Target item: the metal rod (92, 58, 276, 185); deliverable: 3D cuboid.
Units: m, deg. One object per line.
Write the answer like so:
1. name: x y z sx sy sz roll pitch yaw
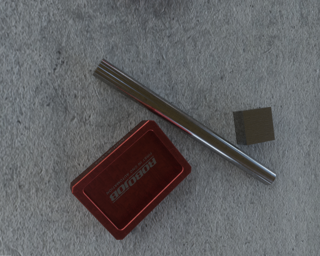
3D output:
1. metal rod: 0.045 0.000 0.426 0.301 0.025 0.025 32 80 -18

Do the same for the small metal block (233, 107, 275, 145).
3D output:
1. small metal block: 0.140 -0.003 0.463 0.050 0.025 0.050 -9 93 -20

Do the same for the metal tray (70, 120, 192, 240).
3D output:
1. metal tray: -0.035 0.063 0.394 0.130 0.030 0.090 -42 104 -15
